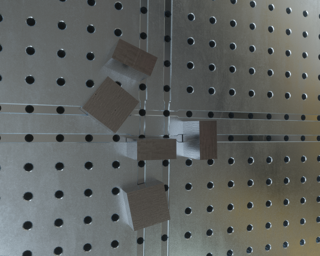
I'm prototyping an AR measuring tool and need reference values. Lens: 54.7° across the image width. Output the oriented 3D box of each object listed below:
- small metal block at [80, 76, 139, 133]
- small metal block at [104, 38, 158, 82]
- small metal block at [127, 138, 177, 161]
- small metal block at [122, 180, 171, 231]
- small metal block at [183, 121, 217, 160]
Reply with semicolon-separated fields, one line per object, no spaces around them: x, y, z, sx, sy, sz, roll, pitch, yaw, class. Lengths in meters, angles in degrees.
-0.063;-0.028;0.390;0.050;0.025;0.050;39;77;-16;small metal block
-0.038;-0.083;0.386;0.050;0.050;0.025;23;83;-19;small metal block
-0.012;0.026;0.396;0.050;0.050;0.025;0;90;-20;small metal block
-0.018;0.100;0.407;0.050;0.025;0.050;-12;94;-20;small metal block
0.053;0.015;0.420;0.025;0.050;0.050;-1;91;-20;small metal block
